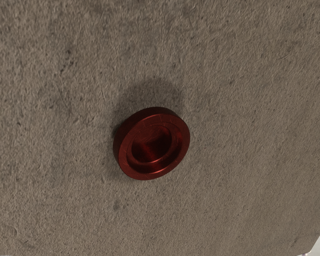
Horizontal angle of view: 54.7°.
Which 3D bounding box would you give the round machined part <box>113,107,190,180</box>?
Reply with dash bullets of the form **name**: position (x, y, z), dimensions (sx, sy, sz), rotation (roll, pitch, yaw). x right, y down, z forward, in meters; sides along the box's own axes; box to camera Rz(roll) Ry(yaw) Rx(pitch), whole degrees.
- **round machined part**: position (-0.014, 0.016, 0.400), dimensions (0.099, 0.042, 0.097), rotation (-14, 125, -21)
